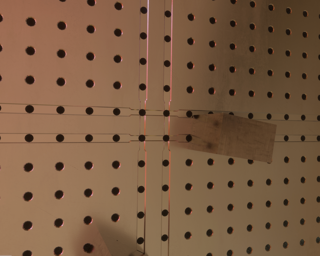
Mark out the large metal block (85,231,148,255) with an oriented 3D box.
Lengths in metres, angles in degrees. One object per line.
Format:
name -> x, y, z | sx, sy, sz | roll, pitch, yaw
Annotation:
large metal block -> -0.045, 0.175, 0.368 | 0.080, 0.080, 0.050 | 34, 79, -17

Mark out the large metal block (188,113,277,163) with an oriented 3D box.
large metal block -> 0.095, 0.013, 0.420 | 0.081, 0.080, 0.050 | 11, 87, -20
